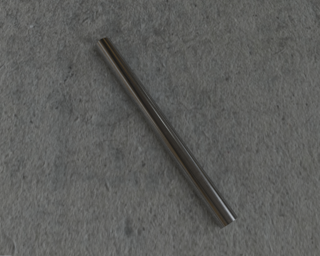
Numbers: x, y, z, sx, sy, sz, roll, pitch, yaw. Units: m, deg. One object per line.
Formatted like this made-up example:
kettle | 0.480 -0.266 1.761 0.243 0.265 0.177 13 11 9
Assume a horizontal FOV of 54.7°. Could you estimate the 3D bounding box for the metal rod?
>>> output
metal rod | 0.000 -0.005 0.409 0.025 0.025 0.299 -32 73 -11
